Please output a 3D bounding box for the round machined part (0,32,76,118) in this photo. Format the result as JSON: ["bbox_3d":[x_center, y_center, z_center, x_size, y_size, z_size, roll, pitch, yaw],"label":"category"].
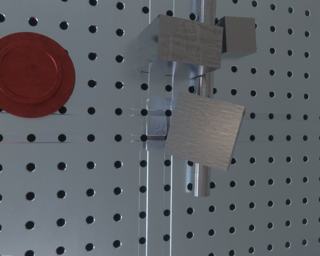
[{"bbox_3d":[-0.146,-0.060,0.350,0.099,0.042,0.097,0,90,-20],"label":"round machined part"}]

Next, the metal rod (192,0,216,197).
[{"bbox_3d":[0.062,-0.055,0.435,0.025,0.025,0.298,2,89,-20],"label":"metal rod"}]

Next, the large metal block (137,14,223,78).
[{"bbox_3d":[0.022,-0.098,0.391,0.081,0.080,0.050,4,89,-20],"label":"large metal block"}]

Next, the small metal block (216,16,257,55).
[{"bbox_3d":[0.112,-0.133,0.453,0.050,0.025,0.050,-4,92,-20],"label":"small metal block"}]

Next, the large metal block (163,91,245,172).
[{"bbox_3d":[0.058,0.003,0.395,0.080,0.050,0.080,16,93,17],"label":"large metal block"}]
